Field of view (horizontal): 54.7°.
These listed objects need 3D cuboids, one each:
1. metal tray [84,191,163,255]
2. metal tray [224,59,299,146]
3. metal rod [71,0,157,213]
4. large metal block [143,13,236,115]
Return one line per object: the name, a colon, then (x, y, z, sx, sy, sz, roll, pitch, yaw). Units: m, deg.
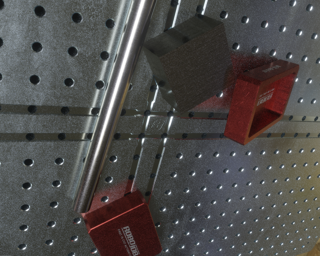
metal tray: (-0.053, 0.167, 0.482, 0.091, 0.030, 0.129, -24, 127, -14)
metal tray: (0.143, -0.039, 0.430, 0.131, 0.030, 0.089, -24, 131, -43)
metal rod: (-0.057, -0.024, 0.365, 0.025, 0.025, 0.298, 7, 115, -32)
large metal block: (0.036, -0.076, 0.368, 0.080, 0.050, 0.080, -31, 129, -9)
